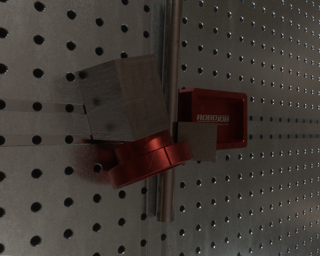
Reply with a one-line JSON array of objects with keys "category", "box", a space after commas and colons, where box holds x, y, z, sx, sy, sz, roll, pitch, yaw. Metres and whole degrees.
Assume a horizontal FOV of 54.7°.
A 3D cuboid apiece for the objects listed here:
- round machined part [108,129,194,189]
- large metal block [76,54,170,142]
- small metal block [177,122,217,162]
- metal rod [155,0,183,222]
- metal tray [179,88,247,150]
[{"category": "round machined part", "box": [-0.014, 0.033, 0.357, 0.099, 0.098, 0.042, -13, 78, -40]}, {"category": "large metal block", "box": [-0.041, -0.032, 0.340, 0.050, 0.080, 0.079, -20, 102, -39]}, {"category": "small metal block", "box": [0.049, 0.017, 0.413, 0.025, 0.050, 0.050, -6, 99, -85]}, {"category": "metal rod", "box": [0.013, -0.026, 0.421, 0.025, 0.025, 0.298, 4, 87, -40]}, {"category": "metal tray", "box": [0.085, -0.012, 0.479, 0.131, 0.030, 0.089, -1, 91, -40]}]
